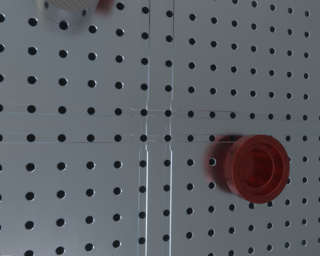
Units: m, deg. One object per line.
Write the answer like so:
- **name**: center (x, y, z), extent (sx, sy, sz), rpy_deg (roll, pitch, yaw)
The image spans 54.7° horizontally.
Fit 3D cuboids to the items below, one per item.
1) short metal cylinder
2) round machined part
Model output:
- **short metal cylinder**: center (-0.108, -0.167, 0.359), extent (0.081, 0.050, 0.079), rpy_deg (0, 90, -21)
- **round machined part**: center (0.137, 0.058, 0.454), extent (0.099, 0.042, 0.097), rpy_deg (0, 90, -20)
